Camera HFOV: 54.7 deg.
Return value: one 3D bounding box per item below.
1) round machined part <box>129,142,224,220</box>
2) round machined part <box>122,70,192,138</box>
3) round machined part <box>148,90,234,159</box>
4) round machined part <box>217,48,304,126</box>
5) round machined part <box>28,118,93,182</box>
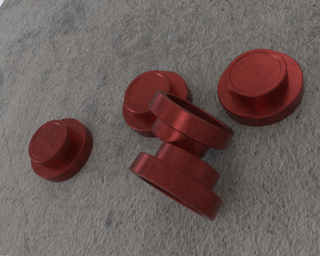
[{"bbox_3d":[0.021,0.050,0.315,0.098,0.098,0.042,23,75,36],"label":"round machined part"},{"bbox_3d":[-0.009,-0.039,0.422,0.098,0.042,0.098,-13,56,21],"label":"round machined part"},{"bbox_3d":[0.030,-0.001,0.347,0.098,0.099,0.042,39,106,39],"label":"round machined part"},{"bbox_3d":[0.115,-0.054,0.366,0.098,0.042,0.098,-13,56,21],"label":"round machined part"},{"bbox_3d":[-0.152,0.027,0.457,0.098,0.042,0.098,-13,56,21],"label":"round machined part"}]
